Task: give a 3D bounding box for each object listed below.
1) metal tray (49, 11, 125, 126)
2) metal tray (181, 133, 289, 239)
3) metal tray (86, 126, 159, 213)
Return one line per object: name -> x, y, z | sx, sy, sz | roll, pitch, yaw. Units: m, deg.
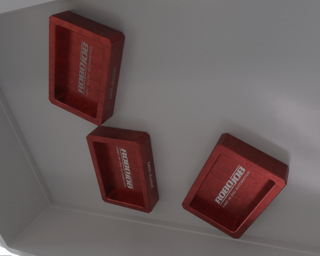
metal tray -> -0.101, -0.076, 0.411 | 0.090, 0.030, 0.129 | 25, 127, 12
metal tray -> 0.093, 0.079, 0.405 | 0.090, 0.030, 0.129 | 29, 128, 9
metal tray -> -0.055, 0.064, 0.473 | 0.090, 0.030, 0.129 | 7, 122, 24
